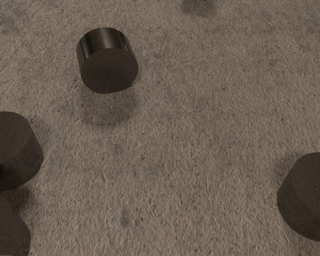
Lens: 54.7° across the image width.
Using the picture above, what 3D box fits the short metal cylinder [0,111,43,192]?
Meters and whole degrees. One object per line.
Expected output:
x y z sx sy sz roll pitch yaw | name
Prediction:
-0.185 0.027 0.362 0.081 0.050 0.080 0 50 0 | short metal cylinder

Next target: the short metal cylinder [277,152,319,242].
0.173 0.073 0.328 0.081 0.050 0.080 0 50 0 | short metal cylinder

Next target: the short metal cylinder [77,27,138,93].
-0.077 -0.096 0.448 0.081 0.080 0.050 -13 52 -11 | short metal cylinder

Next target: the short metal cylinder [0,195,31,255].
-0.172 0.108 0.294 0.081 0.050 0.080 0 50 0 | short metal cylinder
